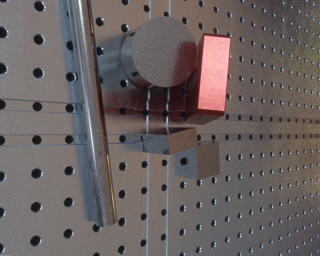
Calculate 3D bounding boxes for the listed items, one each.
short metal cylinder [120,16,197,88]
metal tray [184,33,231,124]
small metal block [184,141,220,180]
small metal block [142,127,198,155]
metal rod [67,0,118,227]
[{"bbox_3d":[-0.003,-0.089,0.377,0.081,0.050,0.079,-2,96,-21],"label":"short metal cylinder"},{"bbox_3d":[0.056,-0.054,0.395,0.030,0.130,0.089,6,86,-2],"label":"metal tray"},{"bbox_3d":[0.063,0.048,0.465,0.050,0.025,0.050,-5,93,-40],"label":"small metal block"},{"bbox_3d":[0.013,0.016,0.406,0.050,0.050,0.025,-13,99,-40],"label":"small metal block"},{"bbox_3d":[-0.078,-0.038,0.345,0.025,0.025,0.298,-10,97,-40],"label":"metal rod"}]
